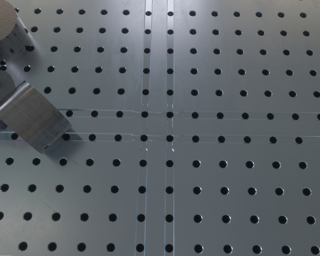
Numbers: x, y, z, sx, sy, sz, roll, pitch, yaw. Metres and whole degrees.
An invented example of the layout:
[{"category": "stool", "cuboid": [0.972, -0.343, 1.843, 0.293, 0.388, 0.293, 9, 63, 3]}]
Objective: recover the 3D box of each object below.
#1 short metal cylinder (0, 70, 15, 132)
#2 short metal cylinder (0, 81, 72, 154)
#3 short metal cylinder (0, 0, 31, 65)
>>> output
[{"category": "short metal cylinder", "cuboid": [-0.228, -0.036, 0.394, 0.050, 0.080, 0.080, 6, 70, 2]}, {"category": "short metal cylinder", "cuboid": [-0.158, -0.013, 0.386, 0.080, 0.080, 0.050, 39, 75, 13]}, {"category": "short metal cylinder", "cuboid": [-0.237, -0.138, 0.447, 0.081, 0.050, 0.080, 0, 70, 0]}]
